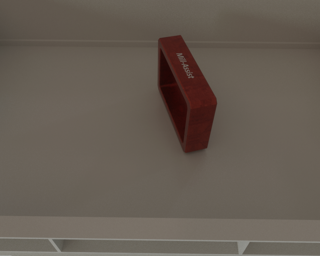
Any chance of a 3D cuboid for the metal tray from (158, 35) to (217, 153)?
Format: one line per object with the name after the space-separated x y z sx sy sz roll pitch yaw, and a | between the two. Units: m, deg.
0.029 -0.045 0.398 0.030 0.090 0.130 -12 51 -11 | metal tray
